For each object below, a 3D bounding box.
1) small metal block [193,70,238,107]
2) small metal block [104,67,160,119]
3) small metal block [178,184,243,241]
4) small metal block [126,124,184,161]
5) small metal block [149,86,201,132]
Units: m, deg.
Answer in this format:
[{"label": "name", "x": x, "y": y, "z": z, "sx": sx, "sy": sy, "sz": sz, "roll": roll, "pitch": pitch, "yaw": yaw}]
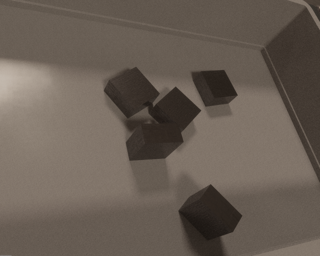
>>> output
[{"label": "small metal block", "x": 0.088, "y": -0.064, "z": 0.494, "sx": 0.050, "sy": 0.025, "sz": 0.050, "roll": -10, "pitch": 67, "yaw": -33}, {"label": "small metal block", "x": -0.038, "y": -0.048, "z": 0.416, "sx": 0.050, "sy": 0.025, "sz": 0.050, "roll": 49, "pitch": 51, "yaw": 6}, {"label": "small metal block", "x": 0.058, "y": 0.100, "z": 0.362, "sx": 0.050, "sy": 0.050, "sz": 0.025, "roll": 45, "pitch": 51, "yaw": 2}, {"label": "small metal block", "x": -0.008, "y": 0.017, "z": 0.376, "sx": 0.050, "sy": 0.050, "sz": 0.025, "roll": 0, "pitch": 62, "yaw": -29}, {"label": "small metal block", "x": 0.022, "y": -0.022, "z": 0.433, "sx": 0.050, "sy": 0.025, "sz": 0.050, "roll": 44, "pitch": 51, "yaw": 1}]
